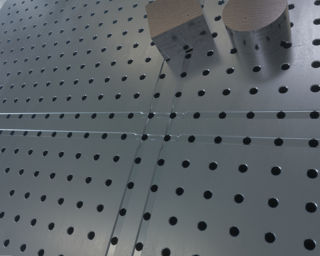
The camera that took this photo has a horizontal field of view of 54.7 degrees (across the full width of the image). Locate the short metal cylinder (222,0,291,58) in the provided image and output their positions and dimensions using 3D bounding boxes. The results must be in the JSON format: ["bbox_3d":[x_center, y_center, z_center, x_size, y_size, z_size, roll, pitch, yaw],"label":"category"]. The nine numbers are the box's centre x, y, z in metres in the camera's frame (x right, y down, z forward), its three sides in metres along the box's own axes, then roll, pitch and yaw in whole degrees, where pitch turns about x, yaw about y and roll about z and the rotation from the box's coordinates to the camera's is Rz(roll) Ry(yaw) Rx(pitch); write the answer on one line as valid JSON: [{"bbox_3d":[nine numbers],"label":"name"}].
[{"bbox_3d":[0.129,-0.141,0.411,0.080,0.050,0.080,-13,56,21],"label":"short metal cylinder"}]

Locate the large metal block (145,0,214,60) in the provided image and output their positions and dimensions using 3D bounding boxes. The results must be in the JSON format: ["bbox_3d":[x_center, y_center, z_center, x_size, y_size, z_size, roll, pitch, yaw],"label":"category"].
[{"bbox_3d":[0.028,-0.164,0.478,0.080,0.050,0.080,-20,54,16],"label":"large metal block"}]
